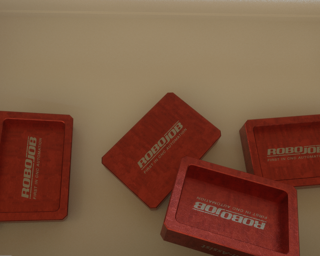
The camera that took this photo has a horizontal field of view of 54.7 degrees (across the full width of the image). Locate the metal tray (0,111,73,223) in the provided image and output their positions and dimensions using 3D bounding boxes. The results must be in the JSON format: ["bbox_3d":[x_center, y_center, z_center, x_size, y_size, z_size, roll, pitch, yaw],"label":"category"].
[{"bbox_3d":[-0.156,0.046,0.376,0.091,0.030,0.130,3,69,-15],"label":"metal tray"}]

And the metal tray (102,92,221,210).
[{"bbox_3d":[0.003,0.028,0.397,0.090,0.030,0.130,41,75,13],"label":"metal tray"}]

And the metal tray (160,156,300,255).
[{"bbox_3d":[0.075,0.088,0.326,0.131,0.030,0.090,15,48,5],"label":"metal tray"}]

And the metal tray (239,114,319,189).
[{"bbox_3d":[0.176,0.031,0.397,0.131,0.030,0.090,-4,70,-2],"label":"metal tray"}]
